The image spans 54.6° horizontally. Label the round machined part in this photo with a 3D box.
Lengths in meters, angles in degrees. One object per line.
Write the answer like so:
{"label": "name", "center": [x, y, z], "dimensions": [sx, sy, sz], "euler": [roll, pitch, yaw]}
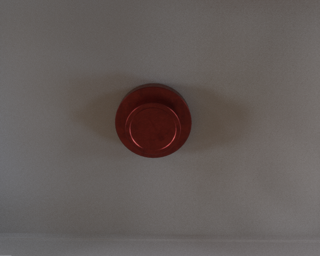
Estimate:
{"label": "round machined part", "center": [-0.008, -0.005, 0.397], "dimensions": [0.099, 0.042, 0.097], "euler": [0, 110, 0]}
